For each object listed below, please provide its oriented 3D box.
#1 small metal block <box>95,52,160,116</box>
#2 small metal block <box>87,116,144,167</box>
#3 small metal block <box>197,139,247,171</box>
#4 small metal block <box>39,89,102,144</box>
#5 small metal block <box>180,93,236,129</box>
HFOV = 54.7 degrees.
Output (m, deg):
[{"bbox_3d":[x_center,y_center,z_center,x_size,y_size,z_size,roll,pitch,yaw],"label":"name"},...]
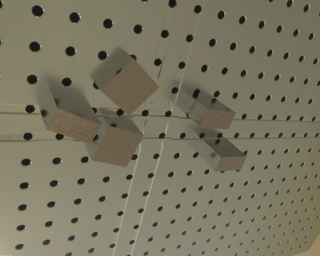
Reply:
[{"bbox_3d":[-0.038,-0.050,0.361,0.050,0.025,0.050,-44,130,2],"label":"small metal block"},{"bbox_3d":[-0.057,0.018,0.393,0.050,0.025,0.050,17,109,-36],"label":"small metal block"},{"bbox_3d":[0.094,0.041,0.474,0.050,0.050,0.025,2,118,-30],"label":"small metal block"},{"bbox_3d":[-0.097,-0.013,0.335,0.050,0.050,0.025,23,106,-37],"label":"small metal block"},{"bbox_3d":[0.064,-0.023,0.418,0.050,0.050,0.025,6,116,-32],"label":"small metal block"}]
